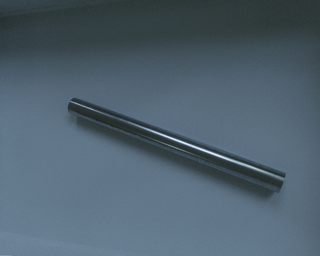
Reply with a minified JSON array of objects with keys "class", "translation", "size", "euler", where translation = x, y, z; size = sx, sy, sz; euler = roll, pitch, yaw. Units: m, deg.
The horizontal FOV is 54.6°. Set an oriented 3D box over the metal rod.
[{"class":"metal rod","translation":[0.007,0.016,0.406],"size":[0.301,0.025,0.025],"euler":[20,97,19]}]
